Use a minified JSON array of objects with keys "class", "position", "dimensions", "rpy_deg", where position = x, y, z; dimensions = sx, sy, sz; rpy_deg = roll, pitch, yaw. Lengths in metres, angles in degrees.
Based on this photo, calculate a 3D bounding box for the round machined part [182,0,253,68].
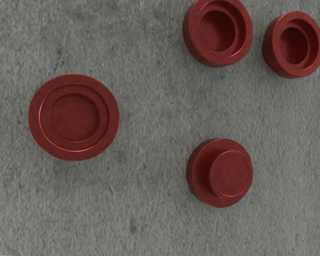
[{"class":"round machined part","position":[0.075,-0.132,0.429],"dimensions":[0.099,0.042,0.097],"rpy_deg":[0,90,-21]}]

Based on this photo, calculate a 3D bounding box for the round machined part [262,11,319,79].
[{"class":"round machined part","position":[0.198,-0.124,0.475],"dimensions":[0.099,0.042,0.097],"rpy_deg":[0,90,-21]}]

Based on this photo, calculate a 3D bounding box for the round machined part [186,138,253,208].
[{"class":"round machined part","position":[0.090,0.064,0.435],"dimensions":[0.099,0.042,0.097],"rpy_deg":[0,90,-21]}]

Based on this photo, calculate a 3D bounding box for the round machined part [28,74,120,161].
[{"class":"round machined part","position":[-0.100,-0.012,0.363],"dimensions":[0.099,0.042,0.097],"rpy_deg":[0,90,-21]}]
